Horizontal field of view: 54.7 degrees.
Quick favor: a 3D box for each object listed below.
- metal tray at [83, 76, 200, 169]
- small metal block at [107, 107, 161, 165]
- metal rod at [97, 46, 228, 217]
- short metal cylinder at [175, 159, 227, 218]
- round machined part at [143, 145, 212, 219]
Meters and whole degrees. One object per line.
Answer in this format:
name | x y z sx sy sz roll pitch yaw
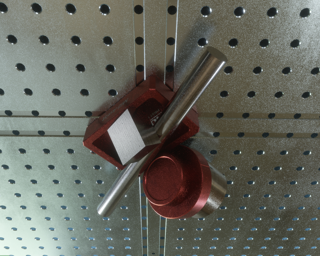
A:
metal tray | -0.025 0.002 0.409 0.130 0.030 0.090 -35 122 26
small metal block | -0.032 0.010 0.375 0.025 0.050 0.050 -9 156 -45
metal rod | -0.014 0.026 0.394 0.025 0.025 0.298 22 127 -18
short metal cylinder | 0.048 0.081 0.444 0.080 0.080 0.050 -36 122 26
round machined part | 0.015 0.069 0.409 0.098 0.098 0.042 -38 143 27
